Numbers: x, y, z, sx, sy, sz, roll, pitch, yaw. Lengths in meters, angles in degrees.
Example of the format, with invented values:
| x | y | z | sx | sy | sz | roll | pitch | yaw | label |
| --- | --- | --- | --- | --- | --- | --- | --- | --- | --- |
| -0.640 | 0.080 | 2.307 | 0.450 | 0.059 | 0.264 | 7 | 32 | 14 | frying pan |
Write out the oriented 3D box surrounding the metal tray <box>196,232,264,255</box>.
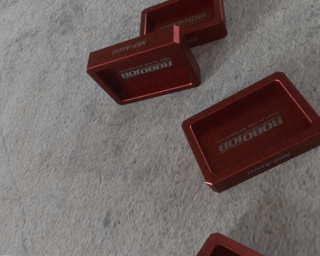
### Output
| x | y | z | sx | sy | sz | roll | pitch | yaw | label |
| --- | --- | --- | --- | --- | --- | --- | --- | --- | --- |
| 0.050 | 0.158 | 0.244 | 0.090 | 0.030 | 0.131 | 18 | 47 | 36 | metal tray |

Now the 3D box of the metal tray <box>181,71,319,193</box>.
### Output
| x | y | z | sx | sy | sz | roll | pitch | yaw | label |
| --- | --- | --- | --- | --- | --- | --- | --- | --- | --- |
| 0.099 | 0.004 | 0.345 | 0.130 | 0.030 | 0.090 | -28 | 52 | 10 | metal tray |

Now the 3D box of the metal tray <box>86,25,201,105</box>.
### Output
| x | y | z | sx | sy | sz | roll | pitch | yaw | label |
| --- | --- | --- | --- | --- | --- | --- | --- | --- | --- |
| -0.020 | -0.079 | 0.419 | 0.130 | 0.090 | 0.030 | -12 | 57 | 21 | metal tray |

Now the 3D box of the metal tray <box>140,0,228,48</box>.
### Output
| x | y | z | sx | sy | sz | roll | pitch | yaw | label |
| --- | --- | --- | --- | --- | --- | --- | --- | --- | --- |
| 0.034 | -0.164 | 0.482 | 0.130 | 0.030 | 0.090 | -12 | 57 | 21 | metal tray |
